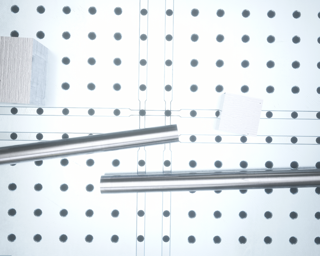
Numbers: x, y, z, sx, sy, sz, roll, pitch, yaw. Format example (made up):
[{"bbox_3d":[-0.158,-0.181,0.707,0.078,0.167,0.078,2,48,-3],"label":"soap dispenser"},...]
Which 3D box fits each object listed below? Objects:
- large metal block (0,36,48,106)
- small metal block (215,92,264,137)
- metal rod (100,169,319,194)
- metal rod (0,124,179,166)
[{"bbox_3d":[-0.196,-0.071,0.398,0.081,0.050,0.079,3,90,-1],"label":"large metal block"},{"bbox_3d":[0.105,-0.017,0.415,0.050,0.025,0.050,11,90,-1],"label":"small metal block"},{"bbox_3d":[0.073,0.071,0.414,0.302,0.025,0.025,-2,90,-1],"label":"metal rod"},{"bbox_3d":[-0.126,0.026,0.411,0.302,0.025,0.025,-8,90,-1],"label":"metal rod"}]
